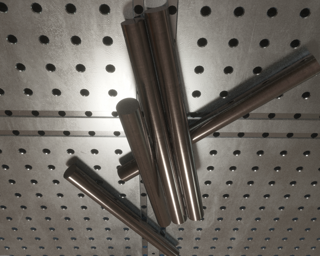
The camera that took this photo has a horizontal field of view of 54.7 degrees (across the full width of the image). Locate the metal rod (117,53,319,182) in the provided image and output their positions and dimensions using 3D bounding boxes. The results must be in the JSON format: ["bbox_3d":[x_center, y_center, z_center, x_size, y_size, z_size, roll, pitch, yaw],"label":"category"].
[{"bbox_3d":[0.061,-0.002,0.410,0.300,0.025,0.025,-32,124,24],"label":"metal rod"}]

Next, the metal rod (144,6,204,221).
[{"bbox_3d":[0.025,0.005,0.388,0.025,0.025,0.298,-9,121,7],"label":"metal rod"}]

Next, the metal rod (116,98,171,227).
[{"bbox_3d":[-0.013,0.071,0.440,0.025,0.025,0.299,-7,140,5],"label":"metal rod"}]

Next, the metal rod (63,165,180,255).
[{"bbox_3d":[-0.053,0.160,0.547,0.025,0.025,0.300,-27,126,20],"label":"metal rod"}]

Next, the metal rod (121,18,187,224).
[{"bbox_3d":[0.001,0.014,0.396,0.025,0.025,0.298,-9,122,7],"label":"metal rod"}]
